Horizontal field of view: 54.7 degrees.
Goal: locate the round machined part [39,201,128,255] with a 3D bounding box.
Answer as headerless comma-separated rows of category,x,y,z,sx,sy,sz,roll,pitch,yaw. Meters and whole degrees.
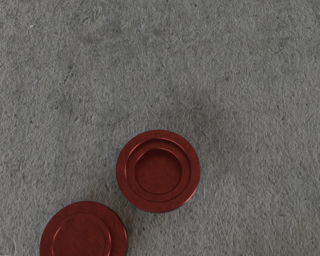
round machined part,-0.087,0.132,0.350,0.099,0.042,0.098,0,70,-1

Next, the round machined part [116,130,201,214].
round machined part,-0.002,0.055,0.379,0.099,0.042,0.098,0,70,-1
